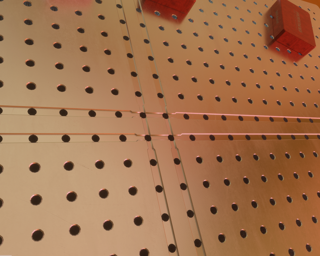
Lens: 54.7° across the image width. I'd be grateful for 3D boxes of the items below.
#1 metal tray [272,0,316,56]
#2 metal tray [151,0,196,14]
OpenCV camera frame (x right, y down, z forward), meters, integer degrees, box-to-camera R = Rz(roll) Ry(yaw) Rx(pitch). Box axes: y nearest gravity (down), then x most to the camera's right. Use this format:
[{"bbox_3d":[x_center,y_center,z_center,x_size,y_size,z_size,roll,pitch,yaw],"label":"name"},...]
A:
[{"bbox_3d":[0.306,-0.236,0.713,0.091,0.030,0.130,22,54,-15],"label":"metal tray"},{"bbox_3d":[0.017,-0.284,0.588,0.091,0.030,0.130,12,57,-22],"label":"metal tray"}]
